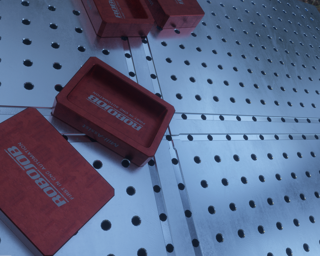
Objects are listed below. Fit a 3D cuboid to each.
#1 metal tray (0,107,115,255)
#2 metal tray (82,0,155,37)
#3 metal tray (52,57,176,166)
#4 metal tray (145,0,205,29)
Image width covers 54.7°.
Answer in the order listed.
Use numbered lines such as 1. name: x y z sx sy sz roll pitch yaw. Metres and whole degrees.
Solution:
1. metal tray: -0.122 0.051 0.309 0.130 0.030 0.090 45 51 3
2. metal tray: -0.074 -0.205 0.490 0.091 0.030 0.130 -13 68 -34
3. metal tray: -0.054 -0.022 0.390 0.130 0.030 0.090 32 51 -8
4. metal tray: 0.013 -0.241 0.561 0.091 0.030 0.130 -17 71 -35
